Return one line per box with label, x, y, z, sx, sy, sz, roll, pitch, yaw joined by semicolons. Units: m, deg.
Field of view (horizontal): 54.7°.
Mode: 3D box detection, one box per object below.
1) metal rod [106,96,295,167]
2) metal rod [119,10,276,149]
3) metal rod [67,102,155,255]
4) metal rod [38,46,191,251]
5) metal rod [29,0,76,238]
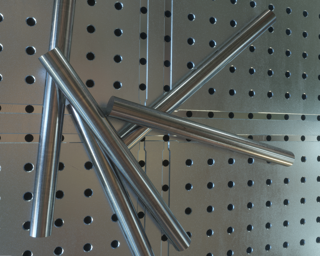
metal rod;0.073;0.012;0.423;0.302;0.025;0.025;16;85;-26
metal rod;0.059;-0.075;0.435;0.301;0.025;0.025;-41;104;-16
metal rod;-0.045;0.105;0.396;0.025;0.025;0.299;-25;99;-19
metal rod;-0.044;0.040;0.378;0.025;0.025;0.299;-38;110;-16
metal rod;-0.126;-0.025;0.366;0.025;0.025;0.298;6;88;-20
